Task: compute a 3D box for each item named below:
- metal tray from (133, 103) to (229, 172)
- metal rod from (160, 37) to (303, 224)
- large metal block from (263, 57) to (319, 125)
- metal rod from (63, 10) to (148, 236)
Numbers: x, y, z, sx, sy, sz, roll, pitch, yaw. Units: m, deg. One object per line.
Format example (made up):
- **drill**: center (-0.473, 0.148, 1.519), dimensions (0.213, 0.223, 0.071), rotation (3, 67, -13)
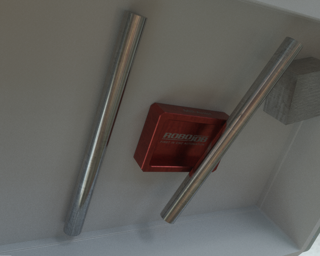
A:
- **metal tray**: center (0.037, 0.018, 0.438), dimensions (0.131, 0.030, 0.089), rotation (5, 116, -31)
- **metal rod**: center (0.092, 0.011, 0.428), dimensions (0.025, 0.025, 0.299), rotation (25, 105, -37)
- **large metal block**: center (0.214, -0.058, 0.476), dimensions (0.081, 0.050, 0.079), rotation (-14, 124, -21)
- **metal rod**: center (-0.073, 0.011, 0.376), dimensions (0.025, 0.025, 0.298), rotation (7, 115, -32)
